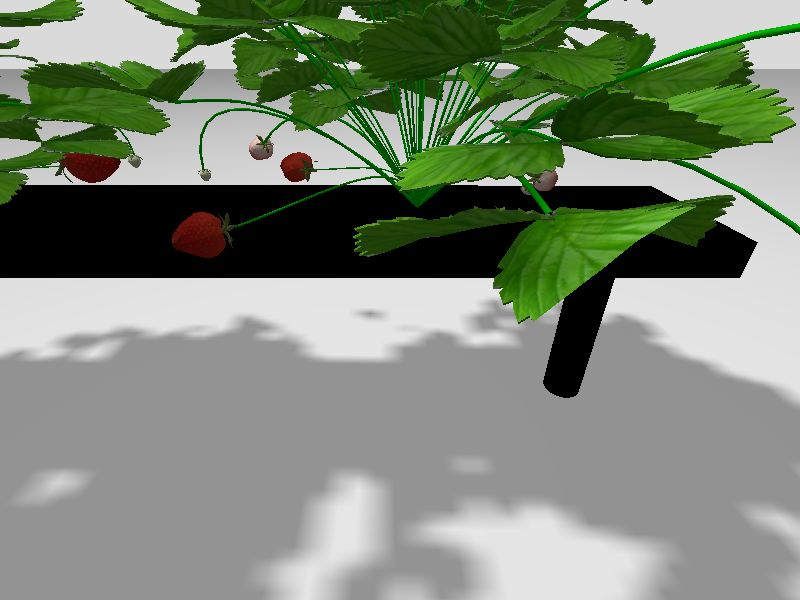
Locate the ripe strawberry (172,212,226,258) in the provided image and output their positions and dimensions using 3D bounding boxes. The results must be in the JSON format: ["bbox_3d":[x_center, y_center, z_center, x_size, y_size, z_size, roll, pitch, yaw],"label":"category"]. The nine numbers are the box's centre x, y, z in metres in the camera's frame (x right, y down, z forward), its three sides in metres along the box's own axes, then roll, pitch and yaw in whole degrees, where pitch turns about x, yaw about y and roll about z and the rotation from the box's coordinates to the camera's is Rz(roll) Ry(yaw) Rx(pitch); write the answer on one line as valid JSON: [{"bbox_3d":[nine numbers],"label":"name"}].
[{"bbox_3d":[-0.133,-0.042,0.264,0.032,0.031,0.030,-21,37,-29],"label":"ripe strawberry"}]

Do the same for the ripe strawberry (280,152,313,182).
[{"bbox_3d":[-0.110,-0.140,0.421,0.034,0.029,0.034,19,36,28],"label":"ripe strawberry"}]

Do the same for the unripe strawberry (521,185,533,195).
[{"bbox_3d":[0.123,-0.106,0.385,0.011,0.011,0.013,45,9,-35],"label":"unripe strawberry"}]

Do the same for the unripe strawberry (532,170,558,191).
[{"bbox_3d":[0.146,-0.121,0.399,0.025,0.025,0.023,-1,30,-25],"label":"unripe strawberry"}]

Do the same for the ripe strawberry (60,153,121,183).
[{"bbox_3d":[-0.320,-0.145,0.415,0.049,0.042,0.049,-19,36,-29],"label":"ripe strawberry"}]

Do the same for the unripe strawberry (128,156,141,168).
[{"bbox_3d":[-0.316,-0.164,0.477,0.015,0.013,0.013,24,39,33],"label":"unripe strawberry"}]

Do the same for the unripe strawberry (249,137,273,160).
[{"bbox_3d":[-0.177,-0.190,0.506,0.031,0.027,0.031,-29,8,-38],"label":"unripe strawberry"}]

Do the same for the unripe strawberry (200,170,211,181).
[{"bbox_3d":[-0.195,-0.125,0.402,0.010,0.011,0.011,8,33,13],"label":"unripe strawberry"}]
